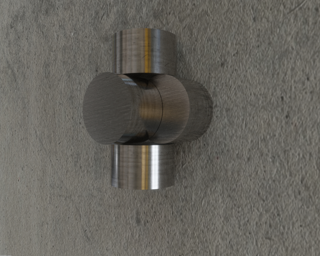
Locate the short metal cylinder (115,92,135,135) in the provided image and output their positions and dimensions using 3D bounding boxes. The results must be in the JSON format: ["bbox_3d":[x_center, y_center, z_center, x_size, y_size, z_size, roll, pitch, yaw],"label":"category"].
[{"bbox_3d":[-0.045,-0.022,0.425,0.080,0.050,0.079,0,90,39],"label":"short metal cylinder"}]

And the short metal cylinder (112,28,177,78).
[{"bbox_3d":[-0.019,-0.087,0.385,0.080,0.081,0.050,0,90,39],"label":"short metal cylinder"}]

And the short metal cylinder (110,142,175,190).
[{"bbox_3d":[-0.022,0.044,0.387,0.080,0.081,0.050,1,91,39],"label":"short metal cylinder"}]

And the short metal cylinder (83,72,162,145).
[{"bbox_3d":[-0.044,-0.022,0.359,0.080,0.050,0.079,0,90,39],"label":"short metal cylinder"}]

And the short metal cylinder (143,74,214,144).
[{"bbox_3d":[0.017,-0.022,0.374,0.080,0.050,0.079,0,90,39],"label":"short metal cylinder"}]
